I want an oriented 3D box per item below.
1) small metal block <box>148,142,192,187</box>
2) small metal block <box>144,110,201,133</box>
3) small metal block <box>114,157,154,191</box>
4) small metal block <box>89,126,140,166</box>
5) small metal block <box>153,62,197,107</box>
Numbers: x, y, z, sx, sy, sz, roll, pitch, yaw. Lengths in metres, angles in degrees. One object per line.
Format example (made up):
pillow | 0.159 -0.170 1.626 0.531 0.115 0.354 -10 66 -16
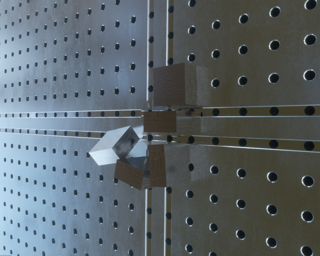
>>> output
small metal block | 0.013 0.044 0.384 0.025 0.050 0.050 -6 86 40
small metal block | 0.015 -0.007 0.381 0.050 0.050 0.025 0 90 40
small metal block | -0.024 0.059 0.414 0.050 0.050 0.025 17 101 39
small metal block | -0.065 0.025 0.445 0.050 0.050 0.025 -13 119 39
small metal block | 0.019 -0.053 0.395 0.050 0.025 0.050 -1 89 40
